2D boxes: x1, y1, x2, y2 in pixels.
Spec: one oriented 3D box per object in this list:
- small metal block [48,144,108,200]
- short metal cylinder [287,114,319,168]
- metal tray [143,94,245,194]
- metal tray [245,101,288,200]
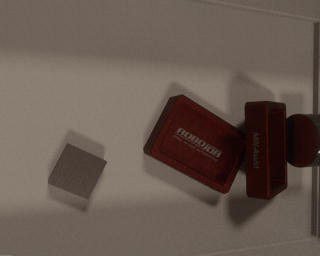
[{"bbox_3d":[-0.100,0.052,0.374,0.050,0.025,0.050,28,81,-18],"label":"small metal block"},{"bbox_3d":[0.228,0.018,0.468,0.050,0.080,0.079,-1,91,-20],"label":"short metal cylinder"},{"bbox_3d":[0.054,0.023,0.429,0.131,0.030,0.090,30,80,-18],"label":"metal tray"},{"bbox_3d":[0.154,0.028,0.443,0.091,0.030,0.129,-2,91,-53],"label":"metal tray"}]
